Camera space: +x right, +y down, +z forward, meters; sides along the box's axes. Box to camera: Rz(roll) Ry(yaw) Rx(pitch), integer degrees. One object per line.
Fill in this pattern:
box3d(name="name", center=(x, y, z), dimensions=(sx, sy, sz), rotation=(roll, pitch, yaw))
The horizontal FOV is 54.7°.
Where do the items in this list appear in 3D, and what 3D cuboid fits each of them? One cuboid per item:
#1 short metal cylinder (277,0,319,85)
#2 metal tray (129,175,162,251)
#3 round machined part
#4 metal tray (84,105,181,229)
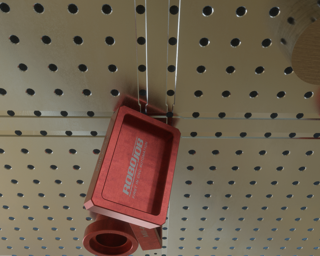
box3d(name="short metal cylinder", center=(0.169, -0.092, 0.319), dimensions=(0.081, 0.050, 0.079), rotation=(0, 130, 0))
box3d(name="metal tray", center=(-0.024, 0.109, 0.461), dimensions=(0.030, 0.090, 0.129), rotation=(-9, 130, 8))
box3d(name="round machined part", center=(-0.087, 0.193, 0.564), dimensions=(0.099, 0.042, 0.097), rotation=(0, 130, 0))
box3d(name="metal tray", center=(-0.029, 0.046, 0.380), dimensions=(0.090, 0.130, 0.030), rotation=(23, 148, -19))
